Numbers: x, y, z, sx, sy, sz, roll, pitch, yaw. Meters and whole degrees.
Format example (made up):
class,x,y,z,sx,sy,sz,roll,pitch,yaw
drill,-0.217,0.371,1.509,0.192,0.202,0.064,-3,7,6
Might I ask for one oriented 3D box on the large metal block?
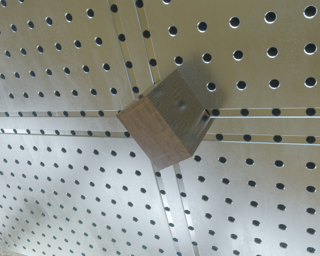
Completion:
class,x,y,z,sx,sy,sz,roll,pitch,yaw
large metal block,0.009,-0.011,0.363,0.050,0.080,0.080,-29,103,37
